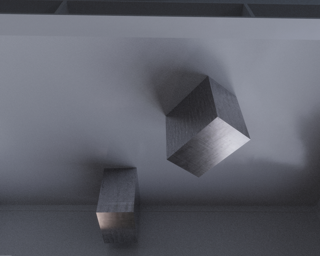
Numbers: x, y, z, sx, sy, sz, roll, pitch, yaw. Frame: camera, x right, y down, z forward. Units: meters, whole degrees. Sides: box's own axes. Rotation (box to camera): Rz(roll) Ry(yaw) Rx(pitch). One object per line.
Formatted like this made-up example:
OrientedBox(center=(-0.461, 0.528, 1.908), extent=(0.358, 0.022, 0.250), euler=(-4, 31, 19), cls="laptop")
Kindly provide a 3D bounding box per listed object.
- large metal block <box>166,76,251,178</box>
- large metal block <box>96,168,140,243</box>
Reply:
OrientedBox(center=(0.052, -0.002, 0.372), extent=(0.050, 0.080, 0.080), euler=(32, 123, -24), cls="large metal block")
OrientedBox(center=(-0.060, 0.118, 0.473), extent=(0.050, 0.080, 0.079), euler=(-1, 130, 1), cls="large metal block")
